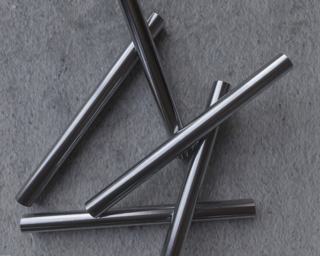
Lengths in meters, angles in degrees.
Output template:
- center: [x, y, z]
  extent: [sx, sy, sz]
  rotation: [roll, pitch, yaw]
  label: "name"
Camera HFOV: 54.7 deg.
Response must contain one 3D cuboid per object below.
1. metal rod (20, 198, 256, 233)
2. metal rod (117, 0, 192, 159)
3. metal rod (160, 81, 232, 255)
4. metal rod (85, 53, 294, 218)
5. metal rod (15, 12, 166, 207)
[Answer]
- center: [-0.028, 0.116, 0.409]
  extent: [0.302, 0.025, 0.025]
  rotation: [-4, 90, -1]
  label: "metal rod"
- center: [-0.018, -0.102, 0.385]
  extent: [0.025, 0.025, 0.298]
  rotation: [-20, 100, 0]
  label: "metal rod"
- center: [0.037, 0.083, 0.388]
  extent: [0.025, 0.025, 0.299]
  rotation: [18, 81, -1]
  label: "metal rod"
- center: [0.032, 0.012, 0.380]
  extent: [0.300, 0.025, 0.025]
  rotation: [-38, 91, 4]
  label: "metal rod"
- center: [-0.091, -0.025, 0.408]
  extent: [0.025, 0.025, 0.299]
  rotation: [36, 90, -1]
  label: "metal rod"
